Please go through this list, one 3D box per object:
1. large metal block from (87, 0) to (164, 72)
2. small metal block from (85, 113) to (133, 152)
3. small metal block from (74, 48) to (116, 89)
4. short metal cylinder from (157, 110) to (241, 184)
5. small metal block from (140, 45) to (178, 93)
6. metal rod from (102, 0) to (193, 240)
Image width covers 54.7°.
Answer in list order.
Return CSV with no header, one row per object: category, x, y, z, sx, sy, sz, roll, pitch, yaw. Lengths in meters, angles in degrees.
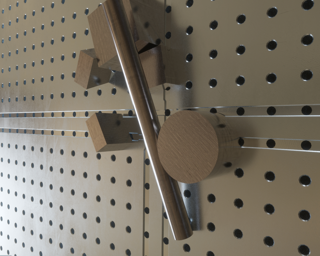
large metal block,-0.049,-0.134,0.431,0.080,0.050,0.080,-23,75,36
small metal block,-0.074,0.006,0.451,0.025,0.050,0.050,-36,68,34
small metal block,-0.096,-0.090,0.461,0.025,0.050,0.050,33,123,18
short metal cylinder,0.044,0.020,0.355,0.080,0.050,0.079,0,90,39
small metal block,-0.007,-0.077,0.413,0.050,0.025,0.050,-13,82,39
metal rod,-0.014,-0.009,0.380,0.025,0.025,0.298,-16,92,38
